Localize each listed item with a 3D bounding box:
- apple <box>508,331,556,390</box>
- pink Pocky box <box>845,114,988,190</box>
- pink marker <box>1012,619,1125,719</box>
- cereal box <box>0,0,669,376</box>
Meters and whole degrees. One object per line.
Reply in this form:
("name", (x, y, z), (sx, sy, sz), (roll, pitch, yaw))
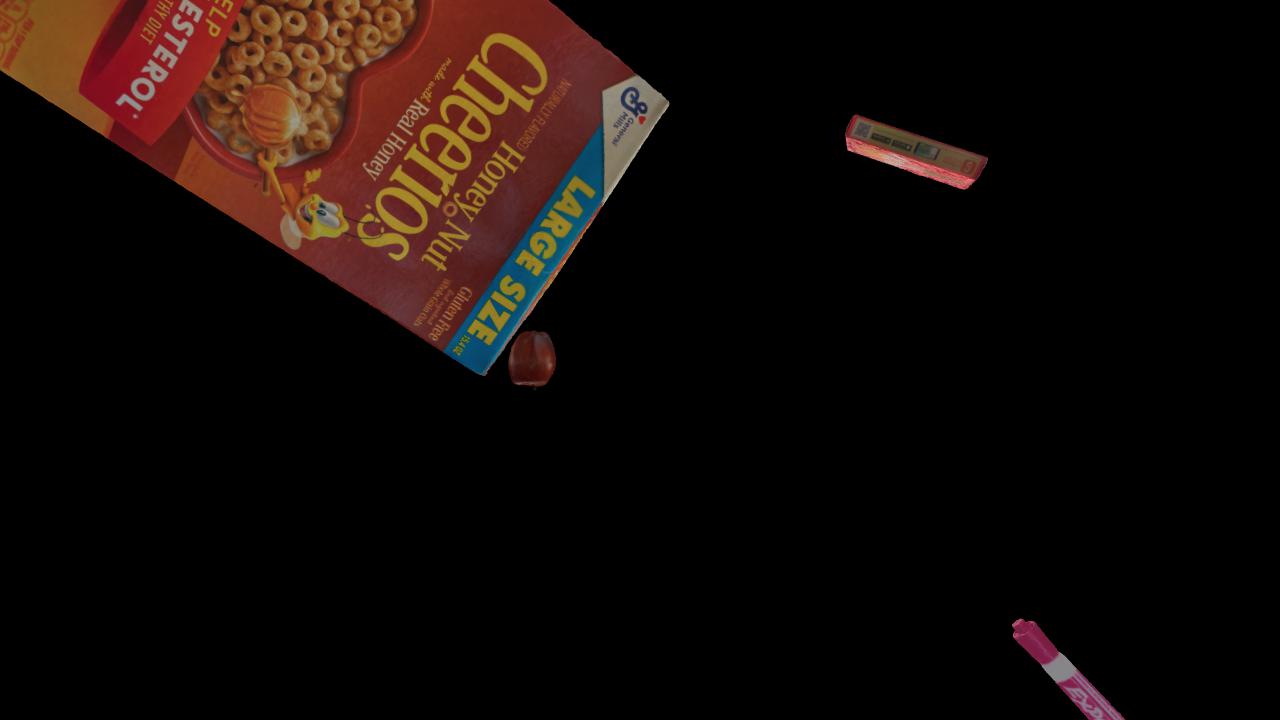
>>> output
("apple", (-0.169, 0.001, 0.972), (0.079, 0.093, 0.079), (0, -1, 0))
("pink Pocky box", (0.321, -0.244, 0.727), (0.155, 0.029, 0.084), (26, 15, 15))
("pink marker", (0.306, 0.232, 0.421), (0.020, 0.121, 0.020), (-35, -19, -14))
("cereal box", (-0.162, -0.158, 0.356), (0.306, 0.203, 0.081), (35, 0, -14))
